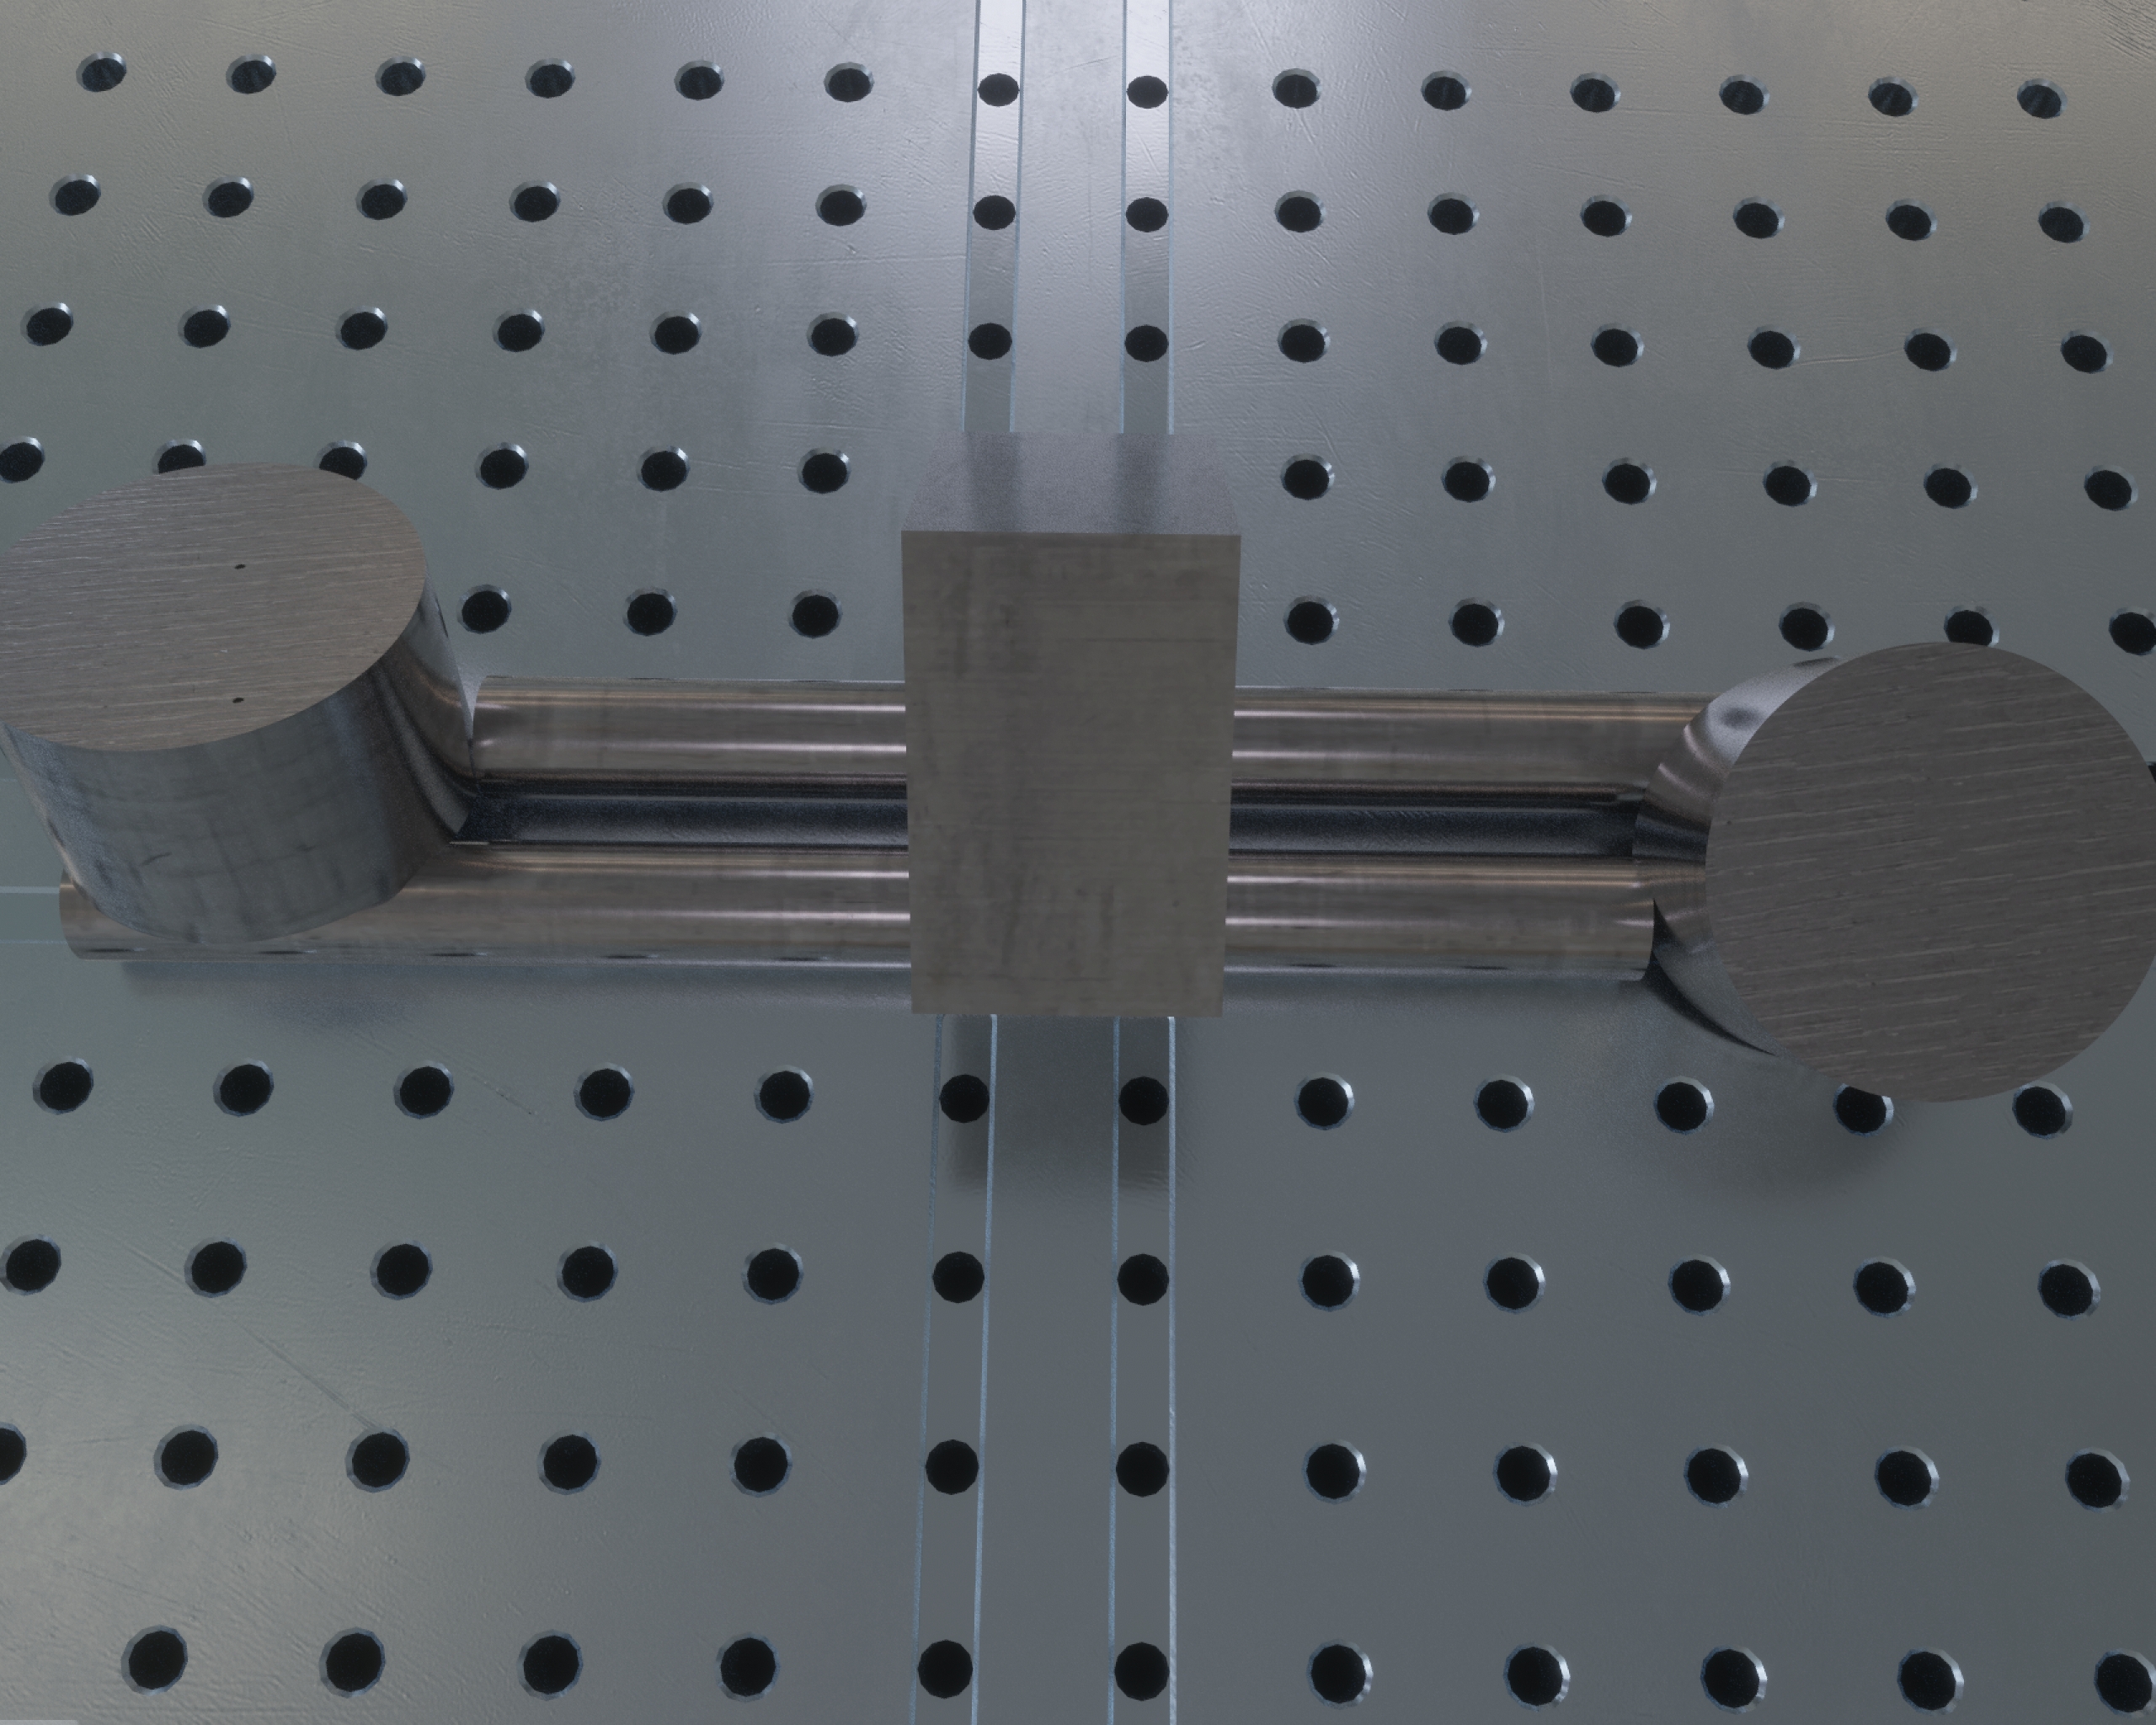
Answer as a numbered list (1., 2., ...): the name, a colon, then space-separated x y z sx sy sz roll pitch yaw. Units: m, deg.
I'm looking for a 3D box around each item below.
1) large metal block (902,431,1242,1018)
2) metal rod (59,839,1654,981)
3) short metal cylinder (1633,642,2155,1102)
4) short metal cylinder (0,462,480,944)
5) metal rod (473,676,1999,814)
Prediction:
1. large metal block: -0.001 -0.027 0.360 0.050 0.080 0.079 1 112 0
2. metal rod: -0.042 0.009 0.407 0.302 0.025 0.025 1 70 0
3. short metal cylinder: 0.149 0.001 0.385 0.081 0.050 0.079 0 92 0
4. short metal cylinder: -0.159 -0.031 0.393 0.081 0.050 0.080 0 47 0
5. metal rod: 0.033 -0.023 0.420 0.302 0.025 0.025 1 70 0
